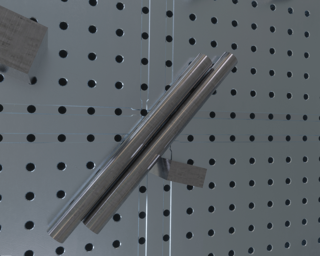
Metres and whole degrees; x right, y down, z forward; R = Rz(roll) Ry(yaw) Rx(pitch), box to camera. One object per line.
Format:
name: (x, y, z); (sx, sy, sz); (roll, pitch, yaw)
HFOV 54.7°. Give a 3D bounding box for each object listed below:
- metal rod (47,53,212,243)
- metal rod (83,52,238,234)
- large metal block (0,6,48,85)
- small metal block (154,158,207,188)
metal rod: (-0.030, 0.016, 0.401); (0.025, 0.025, 0.300); (44, 76, -15)
metal rod: (0.008, 0.011, 0.415); (0.025, 0.025, 0.300); (44, 76, -15)
large metal block: (-0.166, -0.089, 0.322); (0.080, 0.080, 0.050); (22, 83, -19)
small metal block: (0.026, 0.058, 0.409); (0.050, 0.050, 0.025); (16, 85, -20)
